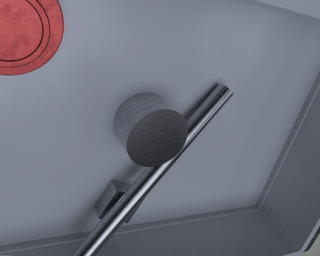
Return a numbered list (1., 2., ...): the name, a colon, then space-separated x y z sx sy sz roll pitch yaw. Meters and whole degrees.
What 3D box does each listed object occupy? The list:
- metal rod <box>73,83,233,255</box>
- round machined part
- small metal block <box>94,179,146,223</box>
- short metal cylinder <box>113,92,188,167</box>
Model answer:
1. metal rod: -0.007 0.060 0.418 0.300 0.025 0.025 -49 130 -4
2. round machined part: -0.134 -0.091 0.268 0.099 0.042 0.097 -14 125 -21
3. small metal block: -0.058 0.106 0.444 0.050 0.025 0.050 23 106 -37
4. short metal cylinder: -0.012 0.002 0.388 0.081 0.050 0.079 -14 124 -21
